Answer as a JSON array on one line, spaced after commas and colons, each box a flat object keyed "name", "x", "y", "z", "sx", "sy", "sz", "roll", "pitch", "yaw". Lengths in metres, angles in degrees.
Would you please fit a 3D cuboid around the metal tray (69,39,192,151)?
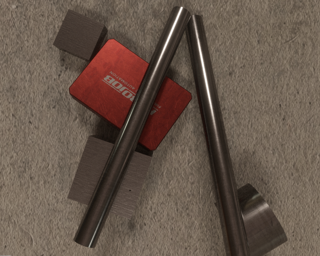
[{"name": "metal tray", "x": -0.037, "y": -0.041, "z": 0.399, "sx": 0.130, "sy": 0.030, "sz": 0.090, "roll": 35, "pitch": 80, "yaw": -1}]

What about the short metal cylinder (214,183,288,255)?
[{"name": "short metal cylinder", "x": 0.110, "y": 0.116, "z": 0.384, "sx": 0.050, "sy": 0.080, "sz": 0.080, "roll": -31, "pitch": 90, "yaw": 0}]

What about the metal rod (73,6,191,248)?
[{"name": "metal rod", "x": -0.028, "y": -0.011, "z": 0.366, "sx": 0.025, "sy": 0.025, "sz": 0.299, "roll": 22, "pitch": 79, "yaw": -1}]

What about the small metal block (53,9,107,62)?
[{"name": "small metal block", "x": -0.104, "y": -0.120, "z": 0.409, "sx": 0.050, "sy": 0.025, "sz": 0.050, "roll": 24, "pitch": 90, "yaw": -1}]

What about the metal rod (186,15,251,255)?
[{"name": "metal rod", "x": 0.064, "y": -0.001, "z": 0.369, "sx": 0.025, "sy": 0.025, "sz": 0.299, "roll": -8, "pitch": 73, "yaw": 0}]

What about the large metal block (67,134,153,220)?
[{"name": "large metal block", "x": -0.060, "y": 0.059, "z": 0.397, "sx": 0.080, "sy": 0.050, "sz": 0.080, "roll": 19, "pitch": 90, "yaw": -1}]
